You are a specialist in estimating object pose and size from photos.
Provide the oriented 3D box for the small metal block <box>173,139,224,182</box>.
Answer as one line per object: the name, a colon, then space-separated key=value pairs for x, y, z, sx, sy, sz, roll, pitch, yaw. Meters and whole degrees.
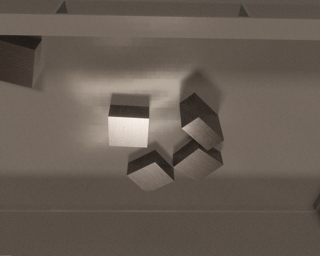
small metal block: x=0.055 y=0.046 z=0.449 sx=0.050 sy=0.025 sz=0.050 roll=34 pitch=122 yaw=-26

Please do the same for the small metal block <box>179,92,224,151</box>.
small metal block: x=0.051 y=-0.008 z=0.387 sx=0.025 sy=0.050 sz=0.050 roll=-35 pitch=122 yaw=26

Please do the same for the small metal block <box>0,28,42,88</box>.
small metal block: x=-0.162 y=-0.077 z=0.341 sx=0.050 sy=0.025 sz=0.050 roll=14 pitch=129 yaw=-12

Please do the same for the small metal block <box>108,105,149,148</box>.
small metal block: x=-0.041 y=-0.002 z=0.407 sx=0.050 sy=0.025 sz=0.050 roll=3 pitch=130 yaw=-3

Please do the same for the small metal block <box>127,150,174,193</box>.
small metal block: x=-0.014 y=0.066 z=0.465 sx=0.050 sy=0.025 sz=0.050 roll=-28 pitch=125 yaw=21
